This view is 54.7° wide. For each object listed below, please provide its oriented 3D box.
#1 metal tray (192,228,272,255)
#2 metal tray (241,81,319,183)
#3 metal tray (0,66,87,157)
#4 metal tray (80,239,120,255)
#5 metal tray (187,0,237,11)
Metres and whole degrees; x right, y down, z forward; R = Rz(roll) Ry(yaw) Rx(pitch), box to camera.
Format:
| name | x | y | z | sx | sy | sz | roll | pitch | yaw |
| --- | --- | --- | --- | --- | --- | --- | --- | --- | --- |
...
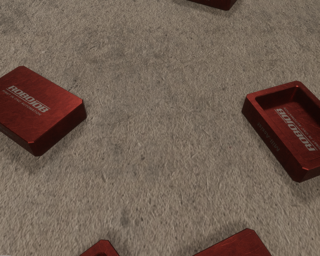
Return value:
| name | x | y | z | sx | sy | sz | roll | pitch | yaw |
| --- | --- | --- | --- | --- | --- | --- | --- | --- | --- |
| metal tray | 0.077 | 0.164 | 0.263 | 0.091 | 0.030 | 0.130 | -20 | 53 | -17 |
| metal tray | 0.179 | -0.001 | 0.403 | 0.091 | 0.030 | 0.130 | -16 | 52 | -14 |
| metal tray | -0.178 | -0.028 | 0.421 | 0.130 | 0.030 | 0.090 | 29 | 55 | 22 |
| metal tray | -0.045 | 0.172 | 0.254 | 0.091 | 0.030 | 0.130 | -32 | 57 | -25 |
| metal tray | 0.100 | -0.295 | 0.649 | 0.130 | 0.030 | 0.090 | 23 | 53 | 18 |
